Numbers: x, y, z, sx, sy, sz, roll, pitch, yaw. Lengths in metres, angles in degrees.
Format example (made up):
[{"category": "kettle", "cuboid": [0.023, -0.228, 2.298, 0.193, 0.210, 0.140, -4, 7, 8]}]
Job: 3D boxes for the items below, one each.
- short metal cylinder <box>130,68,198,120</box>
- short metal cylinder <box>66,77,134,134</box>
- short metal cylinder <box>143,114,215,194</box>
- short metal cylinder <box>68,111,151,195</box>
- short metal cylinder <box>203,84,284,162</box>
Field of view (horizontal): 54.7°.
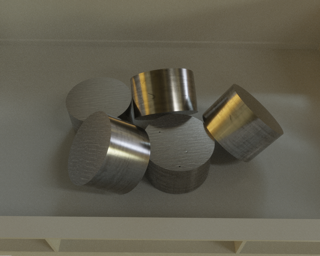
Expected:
[{"category": "short metal cylinder", "cuboid": [0.005, -0.040, 0.391, 0.081, 0.080, 0.050, -6, 86, -6]}, {"category": "short metal cylinder", "cuboid": [-0.076, -0.021, 0.402, 0.081, 0.050, 0.080, 0, 50, 0]}, {"category": "short metal cylinder", "cuboid": [0.020, 0.030, 0.362, 0.081, 0.050, 0.080, 0, 50, 0]}, {"category": "short metal cylinder", "cuboid": [-0.056, 0.028, 0.335, 0.050, 0.080, 0.080, 24, 37, -38]}, {"category": "short metal cylinder", "cuboid": [0.097, -0.006, 0.367, 0.080, 0.050, 0.080, 35, 26, -19]}]
